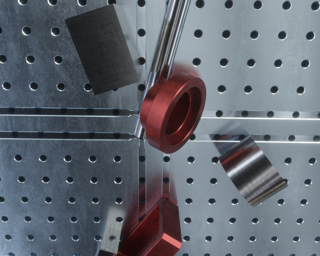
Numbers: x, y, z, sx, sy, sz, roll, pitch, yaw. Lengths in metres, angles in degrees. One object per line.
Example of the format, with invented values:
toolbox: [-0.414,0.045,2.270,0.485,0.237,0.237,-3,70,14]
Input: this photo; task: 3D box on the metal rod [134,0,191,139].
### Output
metal rod: [0.016,-0.125,0.367,0.025,0.025,0.298,14,109,-6]

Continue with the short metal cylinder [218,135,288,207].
short metal cylinder: [0.121,0.056,0.406,0.050,0.080,0.080,-37,106,12]

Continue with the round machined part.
round machined part: [0.013,-0.021,0.377,0.042,0.099,0.097,26,112,27]

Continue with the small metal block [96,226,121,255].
small metal block: [-0.081,0.188,0.468,0.025,0.050,0.050,19,109,-7]

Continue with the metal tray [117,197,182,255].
metal tray: [-0.023,0.172,0.442,0.030,0.090,0.129,35,106,-12]

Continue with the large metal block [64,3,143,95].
large metal block: [-0.057,-0.091,0.350,0.050,0.080,0.080,-17,110,6]
